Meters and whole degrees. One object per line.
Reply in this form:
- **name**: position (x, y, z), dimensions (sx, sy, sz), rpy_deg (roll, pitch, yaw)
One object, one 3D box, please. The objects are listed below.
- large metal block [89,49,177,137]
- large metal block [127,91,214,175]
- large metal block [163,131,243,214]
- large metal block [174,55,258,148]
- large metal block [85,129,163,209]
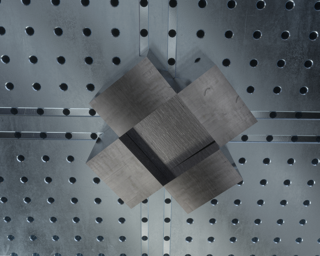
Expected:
- **large metal block**: position (-0.029, -0.045, 0.367), dimensions (0.080, 0.080, 0.050), rpy_deg (-37, 106, 12)
- **large metal block**: position (0.012, -0.002, 0.398), dimensions (0.080, 0.050, 0.080), rpy_deg (-36, 105, 14)
- **large metal block**: position (0.051, 0.051, 0.404), dimensions (0.080, 0.080, 0.050), rpy_deg (-35, 106, 12)
- **large metal block**: position (0.063, -0.035, 0.372), dimensions (0.050, 0.080, 0.080), rpy_deg (-37, 106, 12)
- **large metal block**: position (-0.041, 0.041, 0.398), dimensions (0.050, 0.080, 0.080), rpy_deg (-37, 107, 12)
